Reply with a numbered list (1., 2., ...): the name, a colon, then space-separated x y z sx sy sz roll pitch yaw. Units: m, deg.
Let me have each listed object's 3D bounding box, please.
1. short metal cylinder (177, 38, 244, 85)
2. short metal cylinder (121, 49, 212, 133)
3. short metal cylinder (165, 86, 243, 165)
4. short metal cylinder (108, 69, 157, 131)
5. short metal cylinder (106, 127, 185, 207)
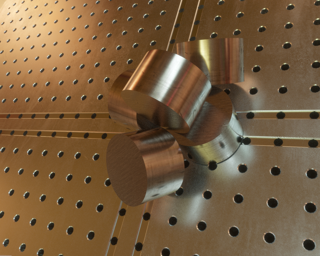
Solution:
1. short metal cylinder: 0.062 -0.081 0.381 0.080 0.080 0.050 2 103 29
2. short metal cylinder: 0.007 -0.037 0.326 0.080 0.080 0.050 19 72 35
3. short metal cylinder: 0.052 -0.003 0.366 0.080 0.050 0.080 -14 55 21
4. short metal cylinder: -0.021 -0.033 0.404 0.050 0.080 0.080 20 73 36
5. short metal cylinder: -0.018 0.042 0.349 0.080 0.050 0.079 15 110 49
